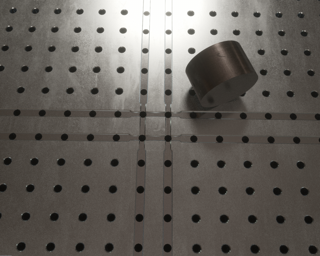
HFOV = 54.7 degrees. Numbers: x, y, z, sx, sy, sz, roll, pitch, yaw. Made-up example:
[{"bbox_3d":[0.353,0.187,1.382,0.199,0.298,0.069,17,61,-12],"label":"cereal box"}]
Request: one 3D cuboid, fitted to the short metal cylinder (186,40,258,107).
[{"bbox_3d":[0.081,-0.069,0.409,0.080,0.080,0.050,-20,72,-7],"label":"short metal cylinder"}]
